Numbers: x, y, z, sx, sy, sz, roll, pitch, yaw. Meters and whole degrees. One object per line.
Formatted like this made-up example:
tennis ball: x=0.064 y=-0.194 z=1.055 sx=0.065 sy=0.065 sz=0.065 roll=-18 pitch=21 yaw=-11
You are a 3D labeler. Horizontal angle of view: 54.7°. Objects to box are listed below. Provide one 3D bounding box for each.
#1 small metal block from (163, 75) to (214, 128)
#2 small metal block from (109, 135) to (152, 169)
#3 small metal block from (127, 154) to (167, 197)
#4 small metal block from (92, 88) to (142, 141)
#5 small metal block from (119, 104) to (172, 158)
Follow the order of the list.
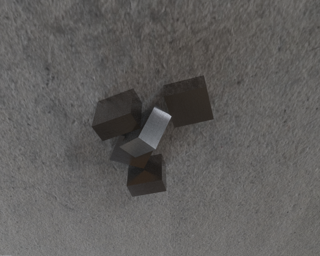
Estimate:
small metal block: x=0.035 y=-0.032 z=0.381 sx=0.050 sy=0.025 sz=0.050 roll=-13 pitch=129 yaw=10
small metal block: x=-0.038 y=0.025 z=0.428 sx=0.050 sy=0.025 sz=0.050 roll=16 pitch=128 yaw=-14
small metal block: x=-0.018 y=0.068 z=0.449 sx=0.050 sy=0.050 sz=0.025 roll=-12 pitch=129 yaw=9
small metal block: x=-0.051 y=-0.017 z=0.376 sx=0.050 sy=0.050 sz=0.025 roll=-18 pitch=128 yaw=14
small metal block: x=-0.018 y=0.005 z=0.381 sx=0.025 sy=0.050 sz=0.050 roll=37 pitch=148 yaw=-18
